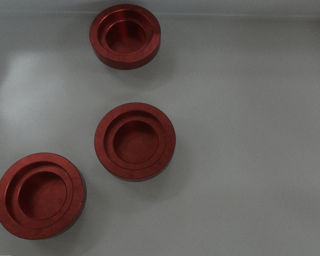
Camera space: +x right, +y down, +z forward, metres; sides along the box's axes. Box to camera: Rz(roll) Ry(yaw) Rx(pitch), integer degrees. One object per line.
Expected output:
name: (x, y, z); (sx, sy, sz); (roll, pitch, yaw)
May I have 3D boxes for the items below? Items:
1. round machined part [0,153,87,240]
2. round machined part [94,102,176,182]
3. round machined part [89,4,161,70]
round machined part: (-0.136, 0.082, 0.369); (0.099, 0.042, 0.098); (0, 70, -1)
round machined part: (-0.030, 0.020, 0.393); (0.099, 0.042, 0.098); (0, 70, -1)
round machined part: (-0.048, -0.125, 0.446); (0.099, 0.042, 0.098); (0, 70, -1)
